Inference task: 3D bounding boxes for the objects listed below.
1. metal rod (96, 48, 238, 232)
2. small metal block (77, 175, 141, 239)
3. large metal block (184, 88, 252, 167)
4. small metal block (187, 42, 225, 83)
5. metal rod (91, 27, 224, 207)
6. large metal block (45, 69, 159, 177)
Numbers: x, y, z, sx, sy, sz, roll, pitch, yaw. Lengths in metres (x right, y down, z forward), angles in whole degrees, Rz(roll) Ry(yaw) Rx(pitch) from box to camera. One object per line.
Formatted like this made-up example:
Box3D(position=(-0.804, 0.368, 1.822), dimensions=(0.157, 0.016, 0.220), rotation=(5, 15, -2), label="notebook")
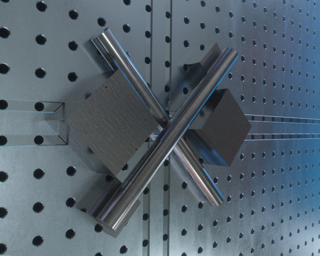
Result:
Box3D(position=(0.024, -0.004, 0.396), dimensions=(0.301, 0.025, 0.025), rotation=(-52, 121, -27), label="metal rod")
Box3D(position=(-0.058, 0.090, 0.361), dimensions=(0.050, 0.025, 0.050), rotation=(52, 60, -27), label="small metal block")
Box3D(position=(0.083, -0.001, 0.462), dimensions=(0.080, 0.050, 0.080), rotation=(51, 60, -28), label="large metal block")
Box3D(position=(0.076, -0.093, 0.473), dimensions=(0.050, 0.025, 0.050), rotation=(-52, 120, -27), label="small metal block")
Box3D(position=(0.010, 0.003, 0.416), dimensions=(0.025, 0.025, 0.299), rotation=(-50, 120, -28), label="metal rod")
Box3D(position=(-0.061, -0.006, 0.342), dimensions=(0.080, 0.050, 0.080), rotation=(-51, 120, -28), label="large metal block")
